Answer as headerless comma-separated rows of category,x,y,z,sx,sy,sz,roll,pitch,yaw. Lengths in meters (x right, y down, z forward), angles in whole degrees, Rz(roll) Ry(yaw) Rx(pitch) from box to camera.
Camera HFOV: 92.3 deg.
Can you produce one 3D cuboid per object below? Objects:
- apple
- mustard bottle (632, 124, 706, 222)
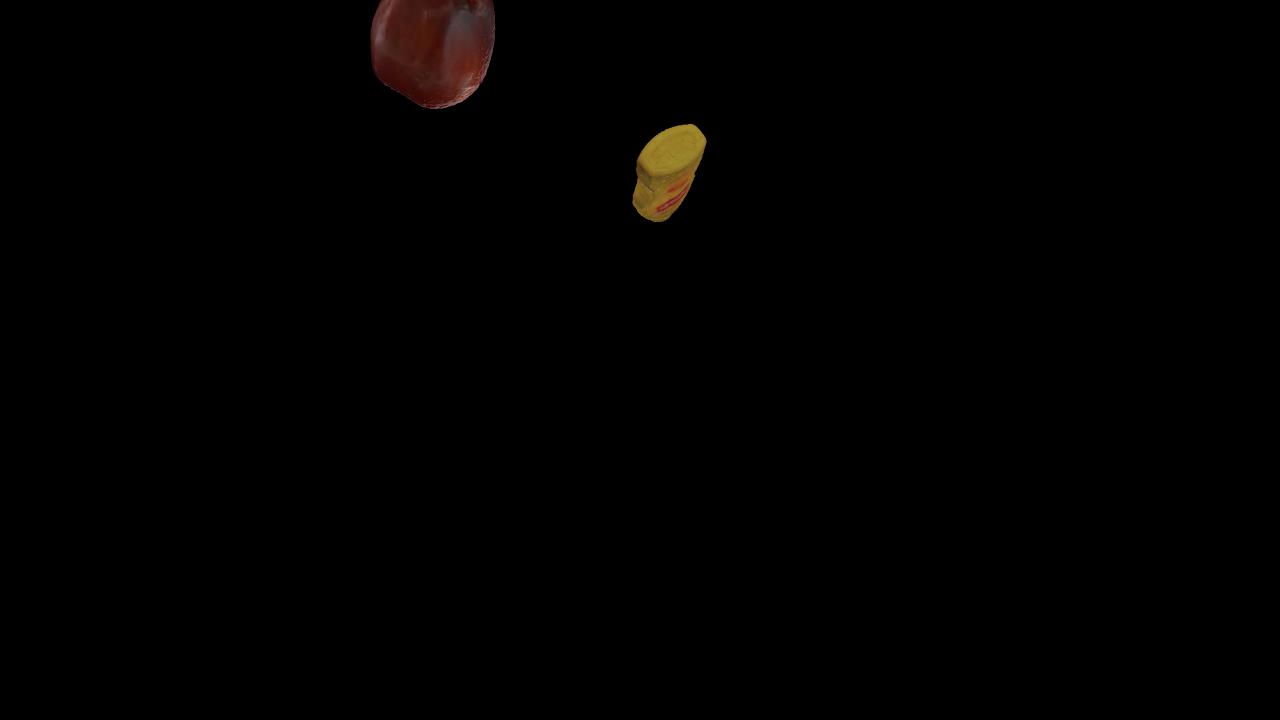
apple,-0.135,-0.213,0.405,0.079,0.079,0.093,0,-27,-36
mustard bottle,0.031,-0.232,0.816,0.092,0.054,0.184,-41,-6,-12
